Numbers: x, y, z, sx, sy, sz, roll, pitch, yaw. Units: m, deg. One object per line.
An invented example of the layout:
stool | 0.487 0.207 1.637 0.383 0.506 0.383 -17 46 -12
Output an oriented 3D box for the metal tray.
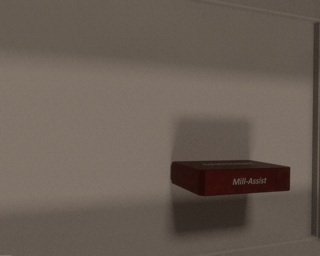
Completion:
metal tray | 0.092 0.063 0.411 0.131 0.090 0.030 1 90 -20
